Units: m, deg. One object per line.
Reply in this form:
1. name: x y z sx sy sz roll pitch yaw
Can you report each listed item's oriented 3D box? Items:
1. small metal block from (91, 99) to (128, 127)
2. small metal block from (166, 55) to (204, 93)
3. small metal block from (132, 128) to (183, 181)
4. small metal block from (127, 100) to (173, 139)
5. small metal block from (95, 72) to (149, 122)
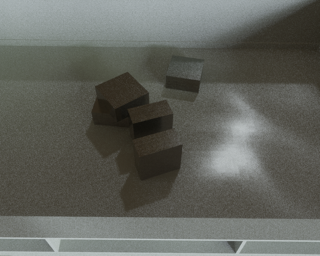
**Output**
1. small metal block: -0.062 -0.029 0.429 0.050 0.025 0.050 5 50 4
2. small metal block: 0.039 -0.083 0.476 0.050 0.025 0.050 10 51 7
3. small metal block: -0.003 0.031 0.362 0.050 0.050 0.025 -16 52 -13
4. small metal block: -0.012 -0.004 0.392 0.050 0.050 0.025 -15 52 -13
5. small metal block: -0.049 -0.042 0.407 0.050 0.025 0.050 -29 57 -23
